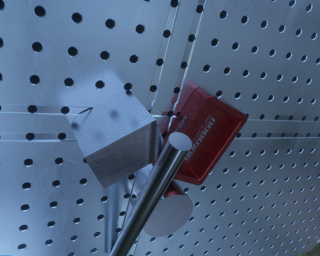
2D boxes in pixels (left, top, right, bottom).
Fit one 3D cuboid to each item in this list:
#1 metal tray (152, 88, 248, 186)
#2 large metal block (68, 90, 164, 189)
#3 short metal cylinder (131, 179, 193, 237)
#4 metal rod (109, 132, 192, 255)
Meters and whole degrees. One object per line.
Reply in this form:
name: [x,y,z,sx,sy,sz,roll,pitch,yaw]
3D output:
metal tray: [0.057,0.017,0.449,0.091,0.030,0.129,22,106,-37]
large metal block: [-0.049,0.010,0.355,0.080,0.080,0.050,-28,128,-11]
short metal cylinder: [0.002,0.117,0.469,0.081,0.050,0.079,-14,124,-21]
metal rod: [-0.026,0.115,0.408,0.025,0.025,0.298,-2,138,-27]
